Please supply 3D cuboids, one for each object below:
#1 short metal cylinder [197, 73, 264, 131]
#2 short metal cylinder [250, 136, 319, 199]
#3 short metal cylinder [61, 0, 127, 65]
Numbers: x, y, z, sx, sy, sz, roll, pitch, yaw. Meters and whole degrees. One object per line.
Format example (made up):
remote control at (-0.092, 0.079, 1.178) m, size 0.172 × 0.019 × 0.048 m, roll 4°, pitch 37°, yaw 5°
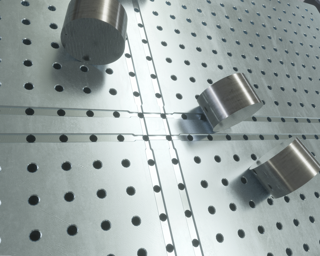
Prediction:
short metal cylinder at (0.101, -0.036, 0.452) m, size 0.081 × 0.080 × 0.050 m, roll -15°, pitch 70°, yaw -34°
short metal cylinder at (0.175, 0.055, 0.436) m, size 0.081 × 0.080 × 0.050 m, roll -30°, pitch 79°, yaw -38°
short metal cylinder at (-0.085, -0.129, 0.407) m, size 0.081 × 0.080 × 0.050 m, roll 14°, pitch 56°, yaw -21°
